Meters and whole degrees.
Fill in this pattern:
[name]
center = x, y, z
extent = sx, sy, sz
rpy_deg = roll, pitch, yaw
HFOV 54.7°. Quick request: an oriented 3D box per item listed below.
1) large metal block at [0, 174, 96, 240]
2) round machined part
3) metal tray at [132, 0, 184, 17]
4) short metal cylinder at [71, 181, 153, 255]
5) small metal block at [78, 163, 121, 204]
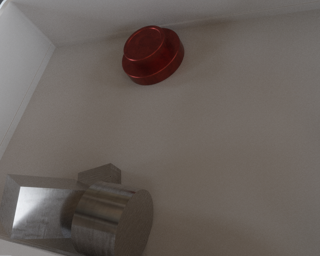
[large metal block]
center = -0.126, 0.086, 0.347
extent = 0.080, 0.081, 0.050
rpy_deg = 3, 82, 55
[round machined part]
center = -0.016, -0.117, 0.474
extent = 0.098, 0.042, 0.098
rpy_deg = -13, 56, 20
[metal tray]
center = 0.009, -0.250, 0.513
extent = 0.130, 0.090, 0.030
rpy_deg = -18, 55, 17
[short metal cylinder]
center = -0.047, 0.100, 0.329
extent = 0.050, 0.080, 0.080
rpy_deg = 7, 65, 24
[small metal block]
center = -0.078, 0.078, 0.397
extent = 0.050, 0.025, 0.050
rpy_deg = -18, 55, 17
